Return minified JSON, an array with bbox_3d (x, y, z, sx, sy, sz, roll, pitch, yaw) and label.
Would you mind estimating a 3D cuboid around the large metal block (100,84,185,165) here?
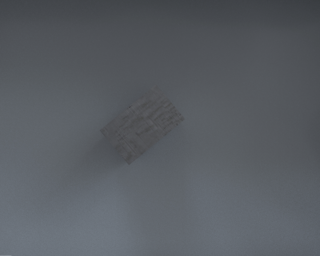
[{"bbox_3d":[-0.019,-0.004,0.381,0.080,0.080,0.050,-40,90,0],"label":"large metal block"}]
